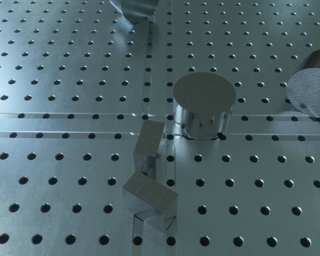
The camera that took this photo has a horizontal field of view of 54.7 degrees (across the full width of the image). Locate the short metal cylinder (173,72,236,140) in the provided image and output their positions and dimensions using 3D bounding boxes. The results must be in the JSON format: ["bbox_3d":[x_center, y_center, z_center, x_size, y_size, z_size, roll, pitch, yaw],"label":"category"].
[{"bbox_3d":[0.057,-0.030,0.417,0.080,0.050,0.080,0,50,0],"label":"short metal cylinder"}]

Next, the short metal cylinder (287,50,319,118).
[{"bbox_3d":[0.223,-0.060,0.424,0.080,0.080,0.050,29,56,22],"label":"short metal cylinder"}]

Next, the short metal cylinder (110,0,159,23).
[{"bbox_3d":[-0.048,-0.246,0.578,0.081,0.080,0.050,-26,55,-20],"label":"short metal cylinder"}]

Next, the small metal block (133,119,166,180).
[{"bbox_3d":[-0.011,0.026,0.369,0.025,0.050,0.050,10,51,8],"label":"small metal block"}]

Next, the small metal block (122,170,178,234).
[{"bbox_3d":[-0.010,0.078,0.326,0.050,0.050,0.025,27,55,21],"label":"small metal block"}]
